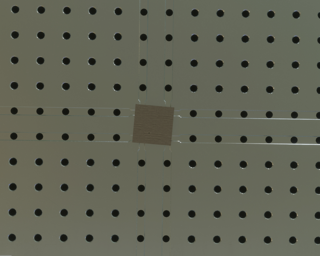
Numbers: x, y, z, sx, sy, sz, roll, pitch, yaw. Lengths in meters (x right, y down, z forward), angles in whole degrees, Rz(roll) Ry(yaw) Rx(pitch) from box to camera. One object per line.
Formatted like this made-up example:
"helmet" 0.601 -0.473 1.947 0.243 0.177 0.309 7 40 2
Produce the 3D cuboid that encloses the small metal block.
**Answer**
"small metal block" -0.009 -0.004 0.413 0.050 0.025 0.050 5 90 -1
